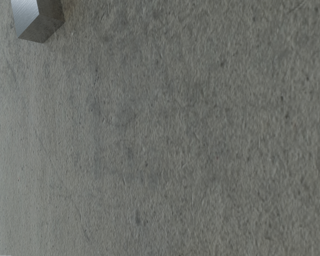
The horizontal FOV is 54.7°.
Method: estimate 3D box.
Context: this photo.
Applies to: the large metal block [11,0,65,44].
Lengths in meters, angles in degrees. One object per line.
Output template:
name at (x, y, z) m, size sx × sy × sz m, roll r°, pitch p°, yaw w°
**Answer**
large metal block at (-0.226, -0.216, 0.572) m, size 0.080 × 0.050 × 0.080 m, roll -24°, pitch 75°, yaw 37°
